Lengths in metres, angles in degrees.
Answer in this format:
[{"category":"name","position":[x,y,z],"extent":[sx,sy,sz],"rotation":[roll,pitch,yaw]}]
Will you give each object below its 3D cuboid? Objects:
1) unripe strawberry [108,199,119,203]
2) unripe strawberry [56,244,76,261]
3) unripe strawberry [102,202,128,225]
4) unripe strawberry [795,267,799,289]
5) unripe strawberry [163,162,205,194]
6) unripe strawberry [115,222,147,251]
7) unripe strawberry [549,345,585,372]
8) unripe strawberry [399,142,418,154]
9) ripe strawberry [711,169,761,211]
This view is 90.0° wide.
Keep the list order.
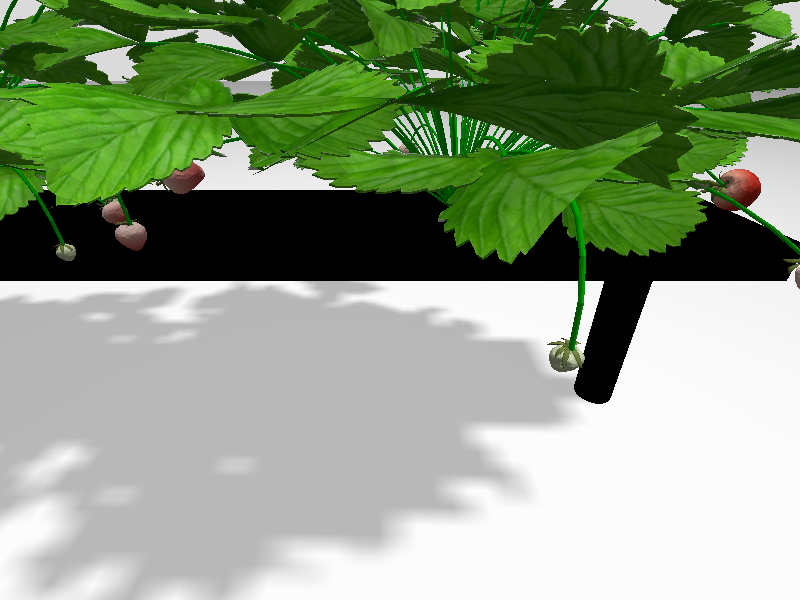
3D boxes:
[{"category":"unripe strawberry","position":[-0.244,-0.079,0.344],"extent":[0.013,0.015,0.015],"rotation":[-12,28,12]},{"category":"unripe strawberry","position":[-0.220,-0.031,0.264],"extent":[0.010,0.011,0.011],"rotation":[17,34,26]},{"category":"unripe strawberry","position":[-0.228,-0.069,0.323],"extent":[0.019,0.019,0.018],"rotation":[-37,16,29]},{"category":"unripe strawberry","position":[0.237,-0.013,0.221],"extent":[0.027,0.026,0.024],"rotation":[43,46,17]},{"category":"unripe strawberry","position":[-0.214,-0.124,0.395],"extent":[0.038,0.037,0.042],"rotation":[-8,31,-14]},{"category":"unripe strawberry","position":[-0.188,-0.044,0.281],"extent":[0.019,0.020,0.018],"rotation":[11,32,19]},{"category":"unripe strawberry","position":[0.067,0.024,0.161],"extent":[0.013,0.012,0.012],"rotation":[-2,30,-4]},{"category":"unripe strawberry","position":[0.011,-0.201,0.542],"extent":[0.026,0.023,0.026],"rotation":[-5,-10,-9]},{"category":"ripe strawberry","position":[0.301,-0.097,0.357],"extent":[0.036,0.035,0.034],"rotation":[11,29,-8]}]
